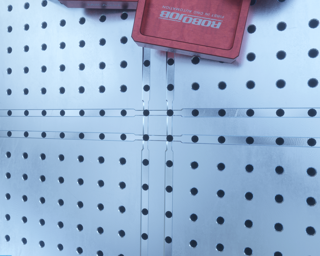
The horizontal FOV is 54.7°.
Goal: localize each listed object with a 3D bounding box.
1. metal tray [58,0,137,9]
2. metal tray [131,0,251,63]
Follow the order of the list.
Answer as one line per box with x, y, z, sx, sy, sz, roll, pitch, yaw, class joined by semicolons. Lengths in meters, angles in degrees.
-0.074;-0.214;0.425;0.131;0.030;0.089;5;92;10;metal tray
0.038;-0.137;0.380;0.131;0.030;0.089;12;94;5;metal tray
